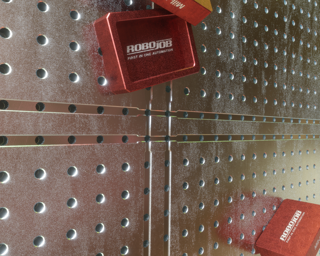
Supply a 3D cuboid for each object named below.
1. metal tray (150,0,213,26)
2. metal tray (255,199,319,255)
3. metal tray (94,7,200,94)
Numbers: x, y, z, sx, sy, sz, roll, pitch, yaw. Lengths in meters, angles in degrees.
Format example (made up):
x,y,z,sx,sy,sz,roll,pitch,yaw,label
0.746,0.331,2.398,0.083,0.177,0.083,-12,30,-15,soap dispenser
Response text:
x,y,z,sx,sy,sz,roll,pitch,yaw,label
0.004,-0.192,0.385,0.131,0.030,0.090,14,56,-39,metal tray
0.250,0.192,0.574,0.131,0.090,0.030,-40,114,-33,metal tray
-0.010,-0.102,0.395,0.131,0.030,0.090,-22,104,-38,metal tray
